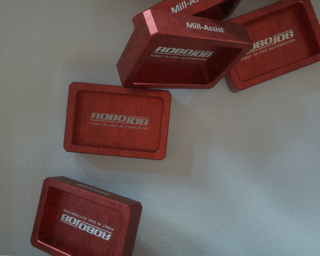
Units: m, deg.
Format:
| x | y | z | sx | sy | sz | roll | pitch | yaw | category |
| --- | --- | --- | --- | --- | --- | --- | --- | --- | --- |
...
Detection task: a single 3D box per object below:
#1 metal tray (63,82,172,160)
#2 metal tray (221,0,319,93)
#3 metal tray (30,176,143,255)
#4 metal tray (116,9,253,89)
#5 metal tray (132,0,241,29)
| x | y | z | sx | sy | sz | roll | pitch | yaw | category |
| --- | --- | --- | --- | --- | --- | --- | --- | --- | --- |
| -0.054 | -0.009 | 0.408 | 0.131 | 0.030 | 0.089 | 5 | 90 | 0 | metal tray |
| 0.142 | -0.110 | 0.409 | 0.131 | 0.030 | 0.090 | -21 | 90 | 0 | metal tray |
| -0.093 | 0.119 | 0.383 | 0.130 | 0.030 | 0.089 | 13 | 90 | 23 | metal tray |
| 0.027 | -0.082 | 0.350 | 0.131 | 0.090 | 0.030 | -4 | 64 | -30 | metal tray |
| 0.034 | -0.137 | 0.378 | 0.130 | 0.090 | 0.030 | -28 | 90 | 0 | metal tray |
